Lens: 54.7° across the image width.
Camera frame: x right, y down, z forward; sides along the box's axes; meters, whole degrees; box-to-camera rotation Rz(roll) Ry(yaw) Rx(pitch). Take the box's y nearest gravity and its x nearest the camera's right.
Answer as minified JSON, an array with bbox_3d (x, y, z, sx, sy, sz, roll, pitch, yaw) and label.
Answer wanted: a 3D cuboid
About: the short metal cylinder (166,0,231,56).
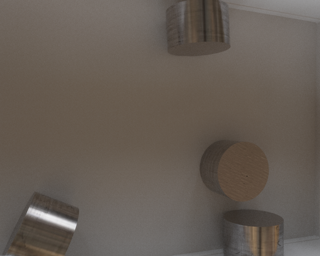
[{"bbox_3d":[0.049,-0.126,0.399,0.081,0.080,0.050,-4,91,-20],"label":"short metal cylinder"}]

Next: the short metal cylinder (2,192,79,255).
[{"bbox_3d":[-0.129,0.115,0.334,0.050,0.080,0.080,28,81,-18],"label":"short metal cylinder"}]

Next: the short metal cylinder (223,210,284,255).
[{"bbox_3d":[0.128,0.149,0.429,0.081,0.080,0.050,-1,91,-20],"label":"short metal cylinder"}]

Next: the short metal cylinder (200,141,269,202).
[{"bbox_3d":[0.103,0.058,0.435,0.081,0.050,0.080,0,90,-20],"label":"short metal cylinder"}]
